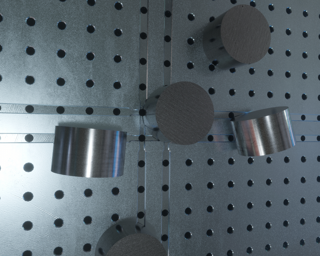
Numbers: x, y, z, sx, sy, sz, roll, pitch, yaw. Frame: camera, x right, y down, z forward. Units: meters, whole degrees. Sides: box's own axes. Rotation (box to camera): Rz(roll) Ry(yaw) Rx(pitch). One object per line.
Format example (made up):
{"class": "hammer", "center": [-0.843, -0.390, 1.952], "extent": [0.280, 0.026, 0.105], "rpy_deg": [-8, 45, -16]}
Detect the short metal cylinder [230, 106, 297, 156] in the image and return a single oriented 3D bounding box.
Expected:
{"class": "short metal cylinder", "center": [0.145, 0.004, 0.439], "extent": [0.081, 0.080, 0.050], "rpy_deg": [-17, 96, -20]}

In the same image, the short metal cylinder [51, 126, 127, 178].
{"class": "short metal cylinder", "center": [-0.080, 0.026, 0.354], "extent": [0.081, 0.080, 0.050], "rpy_deg": [5, 88, -20]}

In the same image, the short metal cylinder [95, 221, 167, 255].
{"class": "short metal cylinder", "center": [-0.037, 0.164, 0.387], "extent": [0.081, 0.050, 0.079], "rpy_deg": [0, 90, -21]}

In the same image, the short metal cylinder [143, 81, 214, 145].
{"class": "short metal cylinder", "center": [0.024, -0.019, 0.409], "extent": [0.081, 0.050, 0.079], "rpy_deg": [0, 90, -21]}

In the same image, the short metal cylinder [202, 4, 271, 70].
{"class": "short metal cylinder", "center": [0.108, -0.127, 0.441], "extent": [0.081, 0.050, 0.079], "rpy_deg": [0, 90, -21]}
